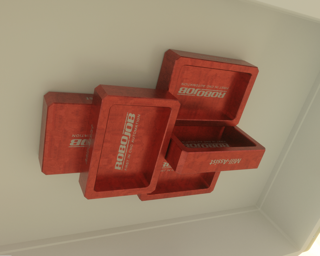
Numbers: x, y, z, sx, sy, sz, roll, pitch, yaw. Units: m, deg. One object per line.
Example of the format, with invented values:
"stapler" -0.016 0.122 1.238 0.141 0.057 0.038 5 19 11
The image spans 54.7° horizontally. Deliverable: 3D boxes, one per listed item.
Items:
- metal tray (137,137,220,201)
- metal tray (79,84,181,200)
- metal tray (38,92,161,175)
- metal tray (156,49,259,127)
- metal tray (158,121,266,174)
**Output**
"metal tray" 0.032 0.058 0.458 0.131 0.030 0.089 0 118 -29
"metal tray" -0.037 0.019 0.356 0.091 0.030 0.129 1 118 -29
"metal tray" -0.070 0.007 0.368 0.131 0.030 0.089 0 118 -29
"metal tray" 0.059 -0.048 0.408 0.131 0.030 0.089 1 118 -29
"metal tray" 0.061 0.019 0.411 0.131 0.090 0.030 1 118 -29
